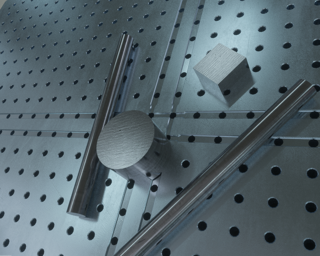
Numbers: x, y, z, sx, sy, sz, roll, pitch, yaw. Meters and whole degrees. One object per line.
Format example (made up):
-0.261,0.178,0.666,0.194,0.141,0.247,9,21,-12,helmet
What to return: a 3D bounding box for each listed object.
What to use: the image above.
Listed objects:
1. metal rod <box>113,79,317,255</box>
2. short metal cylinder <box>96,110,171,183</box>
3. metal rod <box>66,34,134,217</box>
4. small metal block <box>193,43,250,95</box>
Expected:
0.056,0.056,0.343,0.300,0.025,0.025,-43,51,-2,metal rod
-0.032,0.024,0.395,0.080,0.050,0.080,-13,56,21,short metal cylinder
-0.082,-0.020,0.464,0.025,0.025,0.300,-3,60,26,metal rod
0.082,-0.079,0.414,0.050,0.025,0.050,-44,51,-2,small metal block
